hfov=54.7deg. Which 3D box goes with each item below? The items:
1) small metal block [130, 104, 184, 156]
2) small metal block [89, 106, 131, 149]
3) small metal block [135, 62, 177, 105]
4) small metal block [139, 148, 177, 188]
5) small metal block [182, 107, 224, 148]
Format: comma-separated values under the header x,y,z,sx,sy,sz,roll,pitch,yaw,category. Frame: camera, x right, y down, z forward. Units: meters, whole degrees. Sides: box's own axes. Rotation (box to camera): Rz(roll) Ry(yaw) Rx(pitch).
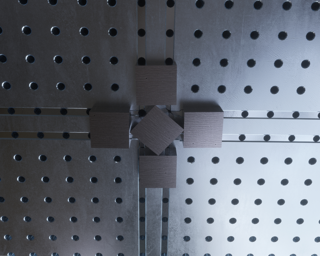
x,y,z,sx,sy,sz,roll,pitch,yaw,category
-0.004,0.000,0.413,0.050,0.025,0.050,40,105,-14,small metal block
-0.065,-0.001,0.412,0.050,0.025,0.050,1,110,-1,small metal block
-0.005,-0.056,0.393,0.050,0.025,0.050,-1,110,-1,small metal block
-0.003,0.056,0.434,0.050,0.025,0.050,0,110,-1,small metal block
0.056,-0.001,0.414,0.050,0.025,0.050,0,110,-1,small metal block
